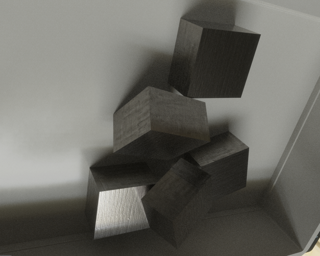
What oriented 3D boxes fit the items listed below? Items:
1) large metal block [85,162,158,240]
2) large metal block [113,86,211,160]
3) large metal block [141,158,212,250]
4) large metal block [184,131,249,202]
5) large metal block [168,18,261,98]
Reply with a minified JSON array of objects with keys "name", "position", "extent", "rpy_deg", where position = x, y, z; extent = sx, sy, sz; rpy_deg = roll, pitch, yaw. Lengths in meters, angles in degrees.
[{"name":"large metal block","position":[-0.054,0.097,0.423],"extent":[0.081,0.050,0.079],"rpy_deg":[-3,120,-27]},{"name":"large metal block","position":[0.000,-0.001,0.366],"extent":[0.081,0.050,0.080],"rpy_deg":[12,153,-33]},{"name":"large metal block","position":[0.026,0.102,0.418],"extent":[0.080,0.050,0.080],"rpy_deg":[-43,145,-28]},{"name":"large metal block","position":[0.086,0.061,0.477],"extent":[0.081,0.050,0.079],"rpy_deg":[-19,126,-18]},{"name":"large metal block","position":[0.063,-0.083,0.375],"extent":[0.081,0.050,0.079],"rpy_deg":[-3,120,-27]}]
